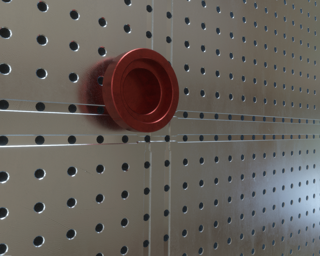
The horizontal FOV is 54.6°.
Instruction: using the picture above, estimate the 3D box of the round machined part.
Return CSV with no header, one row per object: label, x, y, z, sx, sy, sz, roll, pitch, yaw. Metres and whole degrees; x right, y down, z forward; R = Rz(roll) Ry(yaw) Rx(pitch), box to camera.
round machined part,-0.027,-0.043,0.375,0.099,0.042,0.097,0,90,-40
